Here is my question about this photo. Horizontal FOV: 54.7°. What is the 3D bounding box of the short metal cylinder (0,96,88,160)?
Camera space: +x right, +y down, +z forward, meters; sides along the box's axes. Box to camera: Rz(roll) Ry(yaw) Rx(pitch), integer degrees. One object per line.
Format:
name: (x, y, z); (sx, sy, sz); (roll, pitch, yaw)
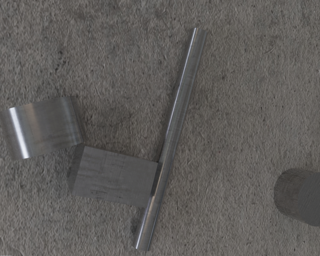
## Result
short metal cylinder: (-0.124, -0.001, 0.334); (0.081, 0.080, 0.050); (-16, 96, -19)

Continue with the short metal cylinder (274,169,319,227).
short metal cylinder: (0.226, 0.105, 0.480); (0.081, 0.050, 0.080); (0, 90, -20)

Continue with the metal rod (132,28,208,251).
metal rod: (0.015, 0.011, 0.414); (0.025, 0.025, 0.299); (17, 84, -19)

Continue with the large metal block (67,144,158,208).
large metal block: (-0.058, 0.052, 0.359); (0.081, 0.080, 0.050); (16, 85, -20)
